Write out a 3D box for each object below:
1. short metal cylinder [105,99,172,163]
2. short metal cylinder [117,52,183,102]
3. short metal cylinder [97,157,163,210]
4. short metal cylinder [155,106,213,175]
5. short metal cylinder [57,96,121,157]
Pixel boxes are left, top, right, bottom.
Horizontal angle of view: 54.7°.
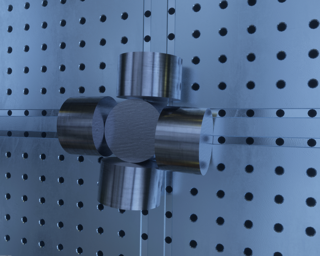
[{"bbox_3d":[-0.025,0.003,0.409,0.080,0.050,0.080,0,90,18],"label":"short metal cylinder"},{"bbox_3d":[-0.013,-0.061,0.387,0.080,0.080,0.050,3,91,20],"label":"short metal cylinder"},{"bbox_3d":[-0.037,0.068,0.395,0.080,0.080,0.050,7,92,20],"label":"short metal cylinder"},{"bbox_3d":[0.031,0.014,0.372,0.050,0.080,0.079,4,92,19],"label":"short metal cylinder"},{"bbox_3d":[-0.092,-0.003,0.416,0.050,0.080,0.079,2,91,19],"label":"short metal cylinder"}]
